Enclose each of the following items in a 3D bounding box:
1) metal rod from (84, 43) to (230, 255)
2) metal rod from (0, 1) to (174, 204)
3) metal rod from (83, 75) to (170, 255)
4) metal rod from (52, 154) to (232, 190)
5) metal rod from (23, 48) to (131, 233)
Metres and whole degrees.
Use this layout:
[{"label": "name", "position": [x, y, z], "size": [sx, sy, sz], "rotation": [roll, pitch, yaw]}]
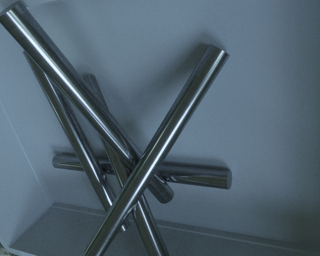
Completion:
[{"label": "metal rod", "position": [-0.012, 0.040, 0.364], "size": [0.025, 0.025, 0.298], "rotation": [33, 105, 7]}, {"label": "metal rod", "position": [-0.059, -0.001, 0.350], "size": [0.025, 0.025, 0.300], "rotation": [-7, 135, 31]}, {"label": "metal rod", "position": [-0.042, 0.070, 0.407], "size": [0.025, 0.025, 0.299], "rotation": [-28, 82, 37]}, {"label": "metal rod", "position": [-0.044, 0.063, 0.470], "size": [0.300, 0.025, 0.025], "rotation": [2, 120, 27]}, {"label": "metal rod", "position": [-0.119, 0.023, 0.461], "size": [0.025, 0.025, 0.299], "rotation": [-18, 102, 35]}]
